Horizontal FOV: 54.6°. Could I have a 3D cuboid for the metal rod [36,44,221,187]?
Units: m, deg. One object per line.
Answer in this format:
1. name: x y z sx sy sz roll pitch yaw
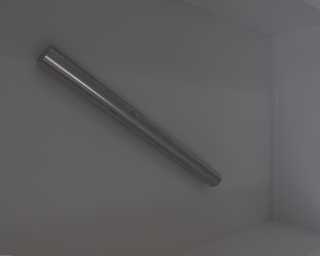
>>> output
1. metal rod: -0.016 0.003 0.392 0.301 0.025 0.025 38 67 -34
